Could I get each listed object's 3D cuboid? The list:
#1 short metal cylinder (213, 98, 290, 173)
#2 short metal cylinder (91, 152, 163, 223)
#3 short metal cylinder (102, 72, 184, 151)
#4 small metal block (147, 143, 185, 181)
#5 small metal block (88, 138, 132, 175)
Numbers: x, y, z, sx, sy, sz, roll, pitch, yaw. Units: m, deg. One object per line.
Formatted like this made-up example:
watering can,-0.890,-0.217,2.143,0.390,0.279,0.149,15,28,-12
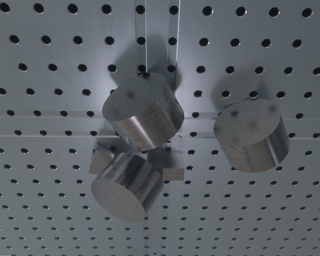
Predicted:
short metal cylinder,0.113,0.009,0.384,0.080,0.080,0.050,-21,127,17
short metal cylinder,-0.043,0.079,0.409,0.080,0.050,0.079,18,134,20
short metal cylinder,-0.019,-0.019,0.359,0.080,0.080,0.050,-21,127,16
small metal block,0.007,0.047,0.435,0.050,0.050,0.025,0,130,0
small metal block,-0.072,0.046,0.450,0.050,0.025,0.050,16,129,-13
